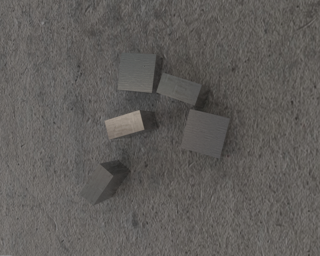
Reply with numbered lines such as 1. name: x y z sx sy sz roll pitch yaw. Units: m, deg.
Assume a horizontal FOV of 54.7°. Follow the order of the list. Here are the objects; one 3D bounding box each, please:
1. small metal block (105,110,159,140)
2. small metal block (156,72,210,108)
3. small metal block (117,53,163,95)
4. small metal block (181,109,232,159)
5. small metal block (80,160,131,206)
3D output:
1. small metal block: -0.036 -0.004 0.408 0.050 0.050 0.025 -16 85 19
2. small metal block: 0.030 -0.046 0.385 0.050 0.050 0.025 21 97 19
3. small metal block: -0.027 -0.073 0.418 0.050 0.025 0.050 8 93 19
4. small metal block: 0.059 0.006 0.388 0.050 0.025 0.050 15 95 19
5. small metal block: -0.073 0.073 0.422 0.025 0.050 0.050 38 102 16
